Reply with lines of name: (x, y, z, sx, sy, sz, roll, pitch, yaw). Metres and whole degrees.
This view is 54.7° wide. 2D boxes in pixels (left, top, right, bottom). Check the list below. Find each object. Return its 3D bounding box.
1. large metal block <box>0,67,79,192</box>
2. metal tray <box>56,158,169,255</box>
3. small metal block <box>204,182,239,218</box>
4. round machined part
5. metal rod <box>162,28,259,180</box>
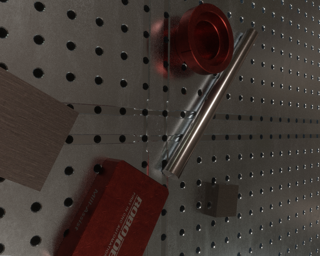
large metal block: (-0.135, 0.002, 0.281, 0.080, 0.050, 0.080, 34, 69, -35)
metal tray: (-0.051, 0.113, 0.365, 0.090, 0.030, 0.130, 39, 66, -33)
small metal block: (0.098, 0.114, 0.495, 0.050, 0.025, 0.050, 11, 83, -40)
round machined part: (0.061, -0.126, 0.451, 0.099, 0.042, 0.097, 0, 90, -40)
metal rod: (0.088, -0.051, 0.485, 0.025, 0.025, 0.300, 48, 62, -30)
